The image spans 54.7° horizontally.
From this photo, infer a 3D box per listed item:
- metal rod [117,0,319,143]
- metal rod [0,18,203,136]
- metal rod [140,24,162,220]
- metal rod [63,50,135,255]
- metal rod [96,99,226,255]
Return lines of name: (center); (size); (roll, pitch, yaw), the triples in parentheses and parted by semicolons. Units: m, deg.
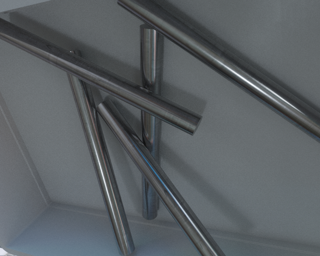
metal rod: (0.087, -0.054, 0.320); (0.301, 0.025, 0.025); (35, 129, 1)
metal rod: (-0.089, -0.069, 0.378); (0.301, 0.025, 0.025); (27, 128, 11)
metal rod: (-0.013, 0.013, 0.422); (0.025, 0.025, 0.298); (14, 124, 20)
metal rod: (-0.084, 0.042, 0.437); (0.025, 0.025, 0.298); (-7, 103, 31)
metal rod: (0.011, 0.085, 0.393); (0.299, 0.025, 0.025); (53, 130, 13)
